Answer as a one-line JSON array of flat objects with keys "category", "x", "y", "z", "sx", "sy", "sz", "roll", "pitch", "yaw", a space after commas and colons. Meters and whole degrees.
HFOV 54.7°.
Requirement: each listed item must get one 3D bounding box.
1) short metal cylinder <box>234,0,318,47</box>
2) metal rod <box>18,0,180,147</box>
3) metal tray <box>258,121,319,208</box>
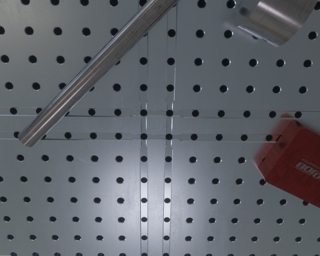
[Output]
[{"category": "short metal cylinder", "x": 0.124, "y": -0.136, "z": 0.335, "sx": 0.050, "sy": 0.080, "sz": 0.080, "roll": 24, "pitch": 108, "yaw": -9}, {"category": "metal rod", "x": -0.071, "y": -0.081, "z": 0.382, "sx": 0.299, "sy": 0.025, "sz": 0.025, "roll": -42, "pitch": 105, "yaw": 13}, {"category": "metal tray", "x": 0.219, "y": 0.058, "z": 0.434, "sx": 0.131, "sy": 0.030, "sz": 0.089, "roll": 26, "pitch": 108, "yaw": -10}]
